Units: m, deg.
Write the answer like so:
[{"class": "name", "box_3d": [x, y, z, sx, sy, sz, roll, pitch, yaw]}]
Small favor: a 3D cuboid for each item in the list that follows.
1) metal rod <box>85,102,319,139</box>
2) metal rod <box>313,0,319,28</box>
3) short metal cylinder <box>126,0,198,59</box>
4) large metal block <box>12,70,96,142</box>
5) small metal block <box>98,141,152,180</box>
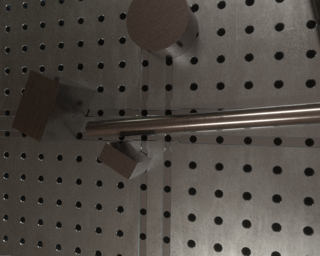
[{"class": "metal rod", "box_3d": [0.041, -0.007, 0.397, 0.301, 0.025, 0.025, -4, 89, 19]}, {"class": "metal rod", "box_3d": [0.202, -0.065, 0.341, 0.025, 0.025, 0.298, -12, 86, 19]}, {"class": "short metal cylinder", "box_3d": [0.004, -0.133, 0.397, 0.080, 0.050, 0.079, 0, 90, 19]}, {"class": "large metal block", "box_3d": [-0.146, -0.028, 0.433, 0.050, 0.080, 0.080, 24, 98, 18]}, {"class": "small metal block", "box_3d": [-0.046, 0.042, 0.414, 0.050, 0.050, 0.025, 31, 100, 17]}]
